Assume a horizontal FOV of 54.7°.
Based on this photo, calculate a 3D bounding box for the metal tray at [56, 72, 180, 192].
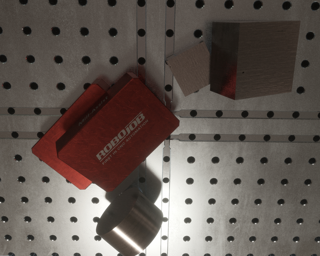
[{"bbox_3d":[-0.051,0.007,0.385,0.130,0.030,0.090,-45,121,1],"label":"metal tray"}]

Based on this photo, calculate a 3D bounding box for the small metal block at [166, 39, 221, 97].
[{"bbox_3d":[0.041,-0.075,0.387,0.050,0.025,0.050,-27,108,9],"label":"small metal block"}]

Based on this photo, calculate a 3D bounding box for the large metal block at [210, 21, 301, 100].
[{"bbox_3d":[0.107,-0.081,0.357,0.081,0.050,0.079,-10,112,-22],"label":"large metal block"}]

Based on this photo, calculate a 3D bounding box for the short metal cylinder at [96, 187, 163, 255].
[{"bbox_3d":[-0.042,0.130,0.431,0.080,0.080,0.050,-40,106,13],"label":"short metal cylinder"}]

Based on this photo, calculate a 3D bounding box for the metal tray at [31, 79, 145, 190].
[{"bbox_3d":[-0.093,0.011,0.413,0.090,0.030,0.130,43,104,-15],"label":"metal tray"}]
